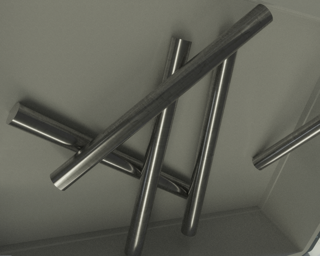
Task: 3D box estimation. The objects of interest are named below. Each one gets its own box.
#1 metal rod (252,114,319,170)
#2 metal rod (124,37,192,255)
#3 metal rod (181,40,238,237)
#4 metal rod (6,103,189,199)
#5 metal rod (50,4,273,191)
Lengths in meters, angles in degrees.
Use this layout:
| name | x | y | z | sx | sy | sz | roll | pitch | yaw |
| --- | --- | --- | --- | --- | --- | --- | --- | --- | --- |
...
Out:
| name | x | y | z | sx | sy | sz | roll | pitch | yaw |
| --- | --- | --- | --- | --- | --- | --- | --- | --- | --- |
| metal rod | 0.258 | -0.020 | 0.456 | 0.025 | 0.025 | 0.299 | 16 | 136 | -35 |
| metal rod | -0.007 | 0.037 | 0.400 | 0.025 | 0.025 | 0.298 | 3 | 109 | -30 |
| metal rod | 0.067 | 0.026 | 0.440 | 0.025 | 0.025 | 0.298 | -2 | 113 | -27 |
| metal rod | -0.049 | 0.046 | 0.410 | 0.301 | 0.025 | 0.025 | 31 | 101 | -38 |
| metal rod | 0.001 | -0.033 | 0.349 | 0.300 | 0.025 | 0.025 | -39 | 130 | 1 |
